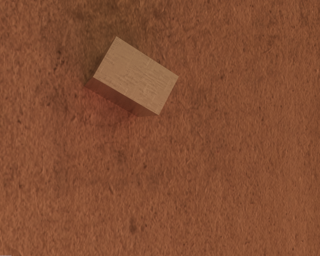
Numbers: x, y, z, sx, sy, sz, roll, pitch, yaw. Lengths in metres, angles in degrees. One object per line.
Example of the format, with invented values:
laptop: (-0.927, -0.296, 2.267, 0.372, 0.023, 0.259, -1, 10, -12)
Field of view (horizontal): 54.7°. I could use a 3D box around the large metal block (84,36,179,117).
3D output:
large metal block: (-0.037, -0.055, 0.367, 0.080, 0.080, 0.050, 30, 80, -18)
